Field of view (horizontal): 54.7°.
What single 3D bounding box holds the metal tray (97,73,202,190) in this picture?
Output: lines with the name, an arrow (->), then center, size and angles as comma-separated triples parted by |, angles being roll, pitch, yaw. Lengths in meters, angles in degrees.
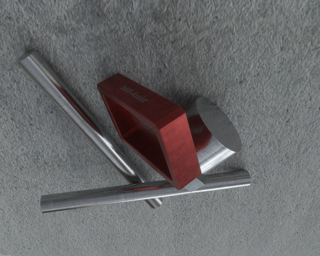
metal tray -> -0.015, -0.001, 0.339 | 0.030, 0.130, 0.090 | -34, 129, -19

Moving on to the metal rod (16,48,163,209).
metal rod -> -0.077, 0.021, 0.424 | 0.025, 0.025, 0.300 | -22, 127, 17

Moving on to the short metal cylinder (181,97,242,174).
short metal cylinder -> 0.054, 0.009, 0.379 | 0.080, 0.080, 0.050 | 35, 122, -26

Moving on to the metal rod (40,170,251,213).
metal rod -> -0.016, 0.091, 0.454 | 0.302, 0.025, 0.025 | -6, 131, -7

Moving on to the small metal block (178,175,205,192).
small metal block -> 0.036, 0.054, 0.437 | 0.025, 0.050, 0.050 | -35, 122, 26
